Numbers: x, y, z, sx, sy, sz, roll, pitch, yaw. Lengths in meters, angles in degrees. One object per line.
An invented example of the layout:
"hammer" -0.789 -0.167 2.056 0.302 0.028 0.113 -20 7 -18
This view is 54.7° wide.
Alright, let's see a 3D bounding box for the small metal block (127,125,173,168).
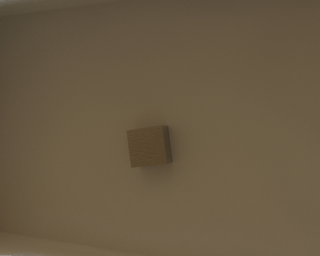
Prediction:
"small metal block" -0.014 0.025 0.414 0.050 0.025 0.050 -8 87 19
